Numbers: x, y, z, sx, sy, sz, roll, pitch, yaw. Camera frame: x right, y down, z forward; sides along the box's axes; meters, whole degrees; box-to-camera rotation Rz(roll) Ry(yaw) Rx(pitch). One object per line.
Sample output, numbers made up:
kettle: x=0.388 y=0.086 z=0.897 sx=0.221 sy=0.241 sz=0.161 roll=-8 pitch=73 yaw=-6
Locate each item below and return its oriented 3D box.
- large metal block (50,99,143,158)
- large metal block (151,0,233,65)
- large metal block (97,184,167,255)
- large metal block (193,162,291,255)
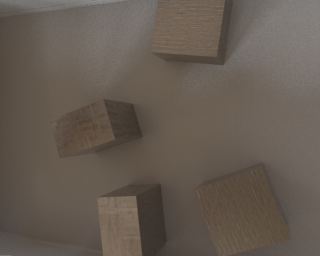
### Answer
large metal block: x=-0.081 y=0.002 z=0.410 sx=0.080 sy=0.080 sz=0.050 roll=-19 pitch=84 yaw=19
large metal block: x=0.041 y=-0.125 z=0.383 sx=0.080 sy=0.050 sz=0.079 roll=9 pitch=93 yaw=19
large metal block: x=-0.032 y=0.118 z=0.393 sx=0.050 sy=0.080 sz=0.080 roll=-7 pitch=88 yaw=20
large metal block: x=0.096 y=0.094 z=0.363 sx=0.080 sy=0.050 sz=0.080 roll=-23 pitch=83 yaw=18
